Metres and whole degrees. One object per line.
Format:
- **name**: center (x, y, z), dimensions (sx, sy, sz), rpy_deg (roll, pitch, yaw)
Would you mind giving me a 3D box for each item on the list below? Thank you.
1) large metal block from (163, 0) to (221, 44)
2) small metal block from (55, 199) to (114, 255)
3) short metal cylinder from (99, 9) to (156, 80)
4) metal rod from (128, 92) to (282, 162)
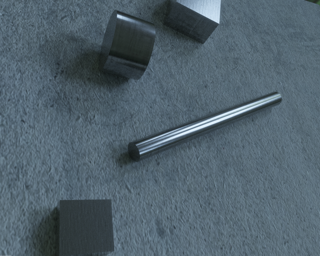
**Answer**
- **large metal block**: center (0.058, -0.208, 0.545), dimensions (0.080, 0.050, 0.080), rpy_deg (21, 54, -16)
- **small metal block**: center (-0.074, 0.098, 0.304), dimensions (0.050, 0.025, 0.050), rpy_deg (5, 59, -26)
- **short metal cylinder**: center (-0.045, -0.108, 0.410), dimensions (0.050, 0.080, 0.080), rpy_deg (12, 57, -22)
- **metal rod**: center (0.086, -0.011, 0.456), dimensions (0.302, 0.025, 0.025), rpy_deg (-19, 72, -35)
